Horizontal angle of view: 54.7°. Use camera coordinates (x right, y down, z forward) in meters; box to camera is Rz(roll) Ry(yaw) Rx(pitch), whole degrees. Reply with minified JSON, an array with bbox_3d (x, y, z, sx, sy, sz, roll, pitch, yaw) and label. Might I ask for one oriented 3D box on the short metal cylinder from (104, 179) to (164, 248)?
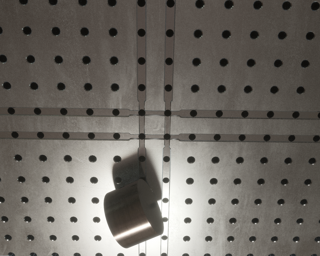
[{"bbox_3d":[-0.035,0.117,0.427,0.050,0.080,0.080,-25,109,8],"label":"short metal cylinder"}]
